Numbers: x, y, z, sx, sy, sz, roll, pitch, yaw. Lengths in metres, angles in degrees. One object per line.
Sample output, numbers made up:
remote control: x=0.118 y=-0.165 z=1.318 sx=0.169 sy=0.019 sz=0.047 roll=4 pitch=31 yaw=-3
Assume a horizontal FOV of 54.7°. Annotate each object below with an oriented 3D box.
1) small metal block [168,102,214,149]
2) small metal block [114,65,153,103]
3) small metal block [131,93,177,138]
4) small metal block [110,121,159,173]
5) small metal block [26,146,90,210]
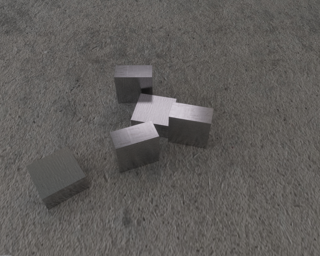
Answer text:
small metal block: x=0.038 y=-0.003 z=0.389 sx=0.050 sy=0.050 sz=0.025 roll=10 pitch=51 yaw=8
small metal block: x=-0.036 y=-0.061 z=0.438 sx=0.050 sy=0.050 sz=0.025 roll=0 pitch=50 yaw=0
small metal block: x=-0.007 y=-0.017 z=0.417 sx=0.050 sy=0.025 sz=0.050 roll=10 pitch=51 yaw=8
small metal block: x=-0.029 y=0.023 z=0.367 sx=0.050 sy=0.050 sz=0.025 roll=-16 pitch=52 yaw=-13
small metal block: x=-0.117 y=0.056 z=0.355 sx=0.050 sy=0.025 sz=0.050 roll=-27 pitch=55 yaw=-21
